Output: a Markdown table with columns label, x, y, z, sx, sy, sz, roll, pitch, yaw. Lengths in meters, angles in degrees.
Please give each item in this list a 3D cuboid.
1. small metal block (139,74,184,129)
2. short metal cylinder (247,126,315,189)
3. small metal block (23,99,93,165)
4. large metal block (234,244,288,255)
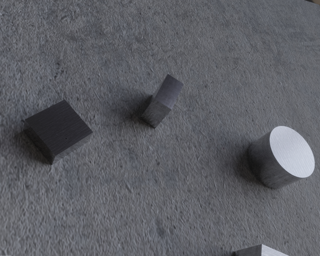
| label | x | y | z | sx | sy | sz | roll | pitch | yaw |
| --- | --- | --- | --- | --- | --- | --- | --- | --- | --- |
| small metal block | 0.002 | -0.035 | 0.410 | 0.025 | 0.050 | 0.050 | 32 | 52 | -8 |
| short metal cylinder | 0.177 | 0.044 | 0.456 | 0.081 | 0.050 | 0.080 | 14 | 56 | -21 |
| small metal block | -0.112 | 0.004 | 0.341 | 0.050 | 0.025 | 0.050 | 48 | 51 | 6 |
| large metal block | 0.126 | 0.186 | 0.342 | 0.080 | 0.050 | 0.080 | 26 | 53 | -12 |
